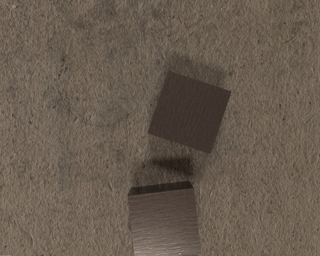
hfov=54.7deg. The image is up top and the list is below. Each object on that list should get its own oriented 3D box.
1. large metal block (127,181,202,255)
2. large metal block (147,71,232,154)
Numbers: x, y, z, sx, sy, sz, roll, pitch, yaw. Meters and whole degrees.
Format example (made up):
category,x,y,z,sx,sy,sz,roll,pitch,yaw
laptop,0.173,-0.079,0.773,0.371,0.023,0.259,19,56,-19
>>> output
category,x,y,z,sx,sy,sz,roll,pitch,yaw
large metal block,0.005,0.116,0.398,0.081,0.050,0.079,-7,90,-1
large metal block,0.036,-0.019,0.398,0.080,0.050,0.080,18,90,-1
